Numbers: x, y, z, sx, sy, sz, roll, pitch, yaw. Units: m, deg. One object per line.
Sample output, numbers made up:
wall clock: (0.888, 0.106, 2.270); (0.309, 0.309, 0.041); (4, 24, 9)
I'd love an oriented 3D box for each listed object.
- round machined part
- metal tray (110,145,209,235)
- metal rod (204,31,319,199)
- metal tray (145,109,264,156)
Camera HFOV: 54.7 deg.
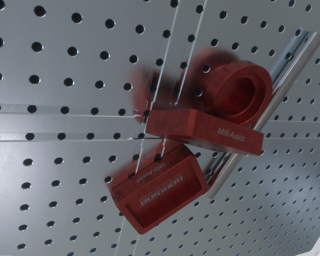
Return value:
round machined part: (0.102, -0.047, 0.427); (0.099, 0.042, 0.097); (-14, 124, -21)
metal tray: (0.003, 0.094, 0.468); (0.131, 0.030, 0.090); (-32, 129, -7)
metal rod: (0.155, -0.012, 0.488); (0.025, 0.025, 0.299); (21, 107, -36)
metal tray: (0.059, 0.007, 0.403); (0.131, 0.090, 0.030); (16, 82, -35)
